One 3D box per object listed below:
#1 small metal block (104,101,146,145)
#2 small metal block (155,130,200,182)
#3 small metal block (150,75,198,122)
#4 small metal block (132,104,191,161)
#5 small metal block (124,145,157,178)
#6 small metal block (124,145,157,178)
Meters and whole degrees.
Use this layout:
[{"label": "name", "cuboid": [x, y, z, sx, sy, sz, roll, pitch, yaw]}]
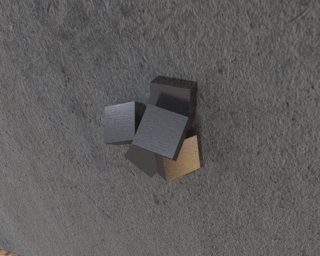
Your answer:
[{"label": "small metal block", "cuboid": [-0.046, -0.005, 0.412, 0.050, 0.025, 0.050, -8, 77, 31]}, {"label": "small metal block", "cuboid": [0.022, 0.034, 0.398, 0.025, 0.050, 0.050, 38, 143, 55]}, {"label": "small metal block", "cuboid": [0.016, -0.033, 0.378, 0.050, 0.025, 0.050, 13, 124, 20]}, {"label": "small metal block", "cuboid": [0.003, 0.006, 0.359, 0.050, 0.025, 0.050, 20, 82, 16]}, {"label": "small metal block", "cuboid": [-0.015, 0.035, 0.436, 0.050, 0.025, 0.050, 39, 129, 2]}, {"label": "small metal block", "cuboid": [-0.015, 0.035, 0.436, 0.050, 0.025, 0.050, 39, 129, 1]}]
